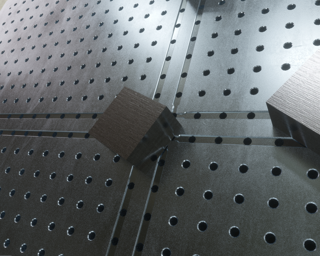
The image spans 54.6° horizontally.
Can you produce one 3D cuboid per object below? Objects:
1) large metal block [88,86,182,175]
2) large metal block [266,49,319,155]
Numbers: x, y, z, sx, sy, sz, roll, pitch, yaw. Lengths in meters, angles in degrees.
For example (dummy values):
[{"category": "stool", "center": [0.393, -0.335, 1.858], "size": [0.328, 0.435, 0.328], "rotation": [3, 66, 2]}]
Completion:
[{"category": "large metal block", "center": [-0.033, 0.002, 0.410], "size": [0.080, 0.050, 0.080], "rotation": [29, 77, 37]}, {"category": "large metal block", "center": [0.171, -0.022, 0.316], "size": [0.080, 0.050, 0.080], "rotation": [-45, 51, -3]}]
